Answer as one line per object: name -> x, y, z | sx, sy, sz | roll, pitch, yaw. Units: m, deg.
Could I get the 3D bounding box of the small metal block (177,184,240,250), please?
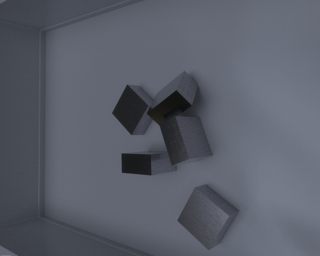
small metal block -> 0.055, 0.102, 0.360 | 0.050, 0.025, 0.050 | 37, 112, 33

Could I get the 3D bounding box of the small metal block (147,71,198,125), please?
small metal block -> 0.016, -0.035, 0.373 | 0.025, 0.050, 0.050 | 43, 125, -16

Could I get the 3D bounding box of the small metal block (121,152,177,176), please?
small metal block -> -0.014, 0.044, 0.400 | 0.050, 0.050, 0.025 | -2, 89, 39

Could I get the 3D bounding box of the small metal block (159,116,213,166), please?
small metal block -> 0.031, 0.014, 0.363 | 0.025, 0.050, 0.050 | -27, 73, 36

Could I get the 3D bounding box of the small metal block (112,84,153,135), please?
small metal block -> -0.034, -0.025, 0.433 | 0.050, 0.025, 0.050 | 46, 117, 30
